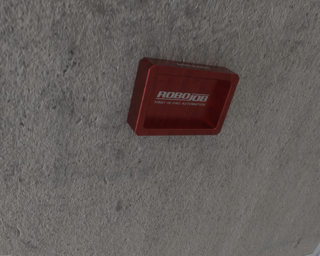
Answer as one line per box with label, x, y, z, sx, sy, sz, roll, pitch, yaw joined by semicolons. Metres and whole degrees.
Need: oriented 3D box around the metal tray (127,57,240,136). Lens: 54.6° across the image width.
metal tray;0.030;-0.036;0.396;0.131;0.030;0.089;0;118;-29
